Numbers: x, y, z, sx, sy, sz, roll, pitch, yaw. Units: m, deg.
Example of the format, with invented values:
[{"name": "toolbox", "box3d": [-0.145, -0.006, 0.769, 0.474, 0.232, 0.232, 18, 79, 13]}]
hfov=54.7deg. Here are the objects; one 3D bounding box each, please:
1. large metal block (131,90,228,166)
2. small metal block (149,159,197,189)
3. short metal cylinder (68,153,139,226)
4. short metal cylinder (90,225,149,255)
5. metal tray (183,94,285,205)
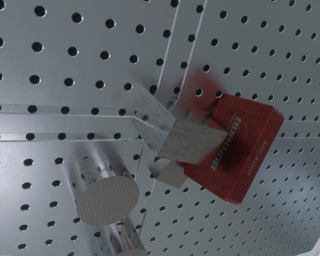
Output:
[{"name": "large metal block", "box3d": [0.022, 0.000, 0.388, 0.081, 0.080, 0.050, 14, 111, -34]}, {"name": "small metal block", "box3d": [0.021, 0.057, 0.458, 0.050, 0.025, 0.050, 29, 102, -38]}, {"name": "short metal cylinder", "box3d": [-0.074, 0.080, 0.404, 0.081, 0.050, 0.079, -14, 124, -21]}, {"name": "short metal cylinder", "box3d": [-0.064, 0.199, 0.484, 0.081, 0.050, 0.079, -14, 124, -21]}, {"name": "metal tray", "box3d": [0.096, 0.024, 0.418, 0.030, 0.090, 0.130, 28, 90, -38]}]
